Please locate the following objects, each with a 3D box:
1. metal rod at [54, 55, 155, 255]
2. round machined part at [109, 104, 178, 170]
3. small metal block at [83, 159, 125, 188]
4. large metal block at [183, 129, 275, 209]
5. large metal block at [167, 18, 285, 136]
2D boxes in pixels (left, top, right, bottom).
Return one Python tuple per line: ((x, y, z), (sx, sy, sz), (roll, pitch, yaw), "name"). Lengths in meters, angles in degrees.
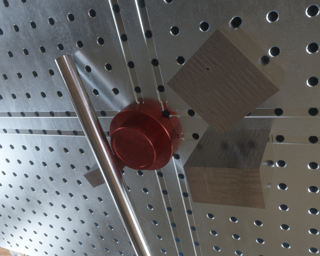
((-0.075, 0.043, 0.428), (0.025, 0.025, 0.299), (-21, 92, 36), "metal rod")
((-0.029, 0.019, 0.427), (0.098, 0.042, 0.097), (13, 124, 21), "round machined part")
((-0.080, 0.061, 0.475), (0.050, 0.050, 0.025), (-27, 104, 37), "small metal block")
((0.084, 0.043, 0.358), (0.080, 0.080, 0.050), (-2, 118, 29), "large metal block")
((0.069, -0.053, 0.326), (0.080, 0.050, 0.080), (44, 129, -3), "large metal block")
